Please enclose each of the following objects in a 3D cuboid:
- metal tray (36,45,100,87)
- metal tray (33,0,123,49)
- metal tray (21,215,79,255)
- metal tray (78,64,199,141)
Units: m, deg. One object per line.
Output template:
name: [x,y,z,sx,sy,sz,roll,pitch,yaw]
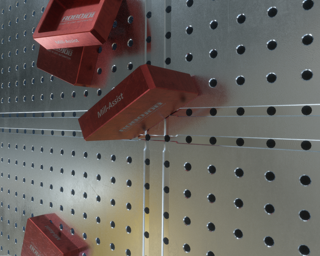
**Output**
metal tray: [-0.161,-0.132,0.536,0.130,0.030,0.089,26,106,36]
metal tray: [-0.127,-0.170,0.474,0.130,0.030,0.090,5,69,32]
metal tray: [-0.207,0.233,0.574,0.130,0.030,0.089,24,105,37]
metal tray: [-0.028,-0.026,0.388,0.130,0.091,0.030,-33,70,35]
